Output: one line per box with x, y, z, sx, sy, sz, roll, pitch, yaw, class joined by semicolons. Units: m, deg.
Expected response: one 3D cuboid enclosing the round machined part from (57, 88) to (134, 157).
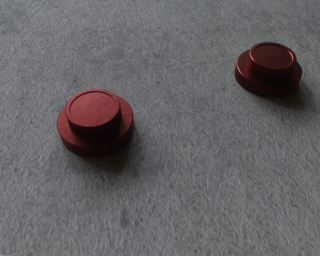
-0.084;-0.014;0.403;0.099;0.042;0.098;0;50;0;round machined part

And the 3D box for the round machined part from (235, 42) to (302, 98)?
0.168;-0.095;0.474;0.099;0.042;0.098;0;50;0;round machined part
